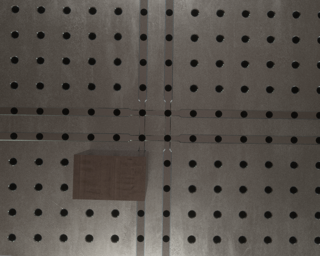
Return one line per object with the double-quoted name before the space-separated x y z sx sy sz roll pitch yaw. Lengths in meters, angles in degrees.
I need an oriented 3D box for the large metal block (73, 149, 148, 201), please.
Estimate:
"large metal block" -0.057 0.055 0.385 0.081 0.080 0.050 2 90 -1
